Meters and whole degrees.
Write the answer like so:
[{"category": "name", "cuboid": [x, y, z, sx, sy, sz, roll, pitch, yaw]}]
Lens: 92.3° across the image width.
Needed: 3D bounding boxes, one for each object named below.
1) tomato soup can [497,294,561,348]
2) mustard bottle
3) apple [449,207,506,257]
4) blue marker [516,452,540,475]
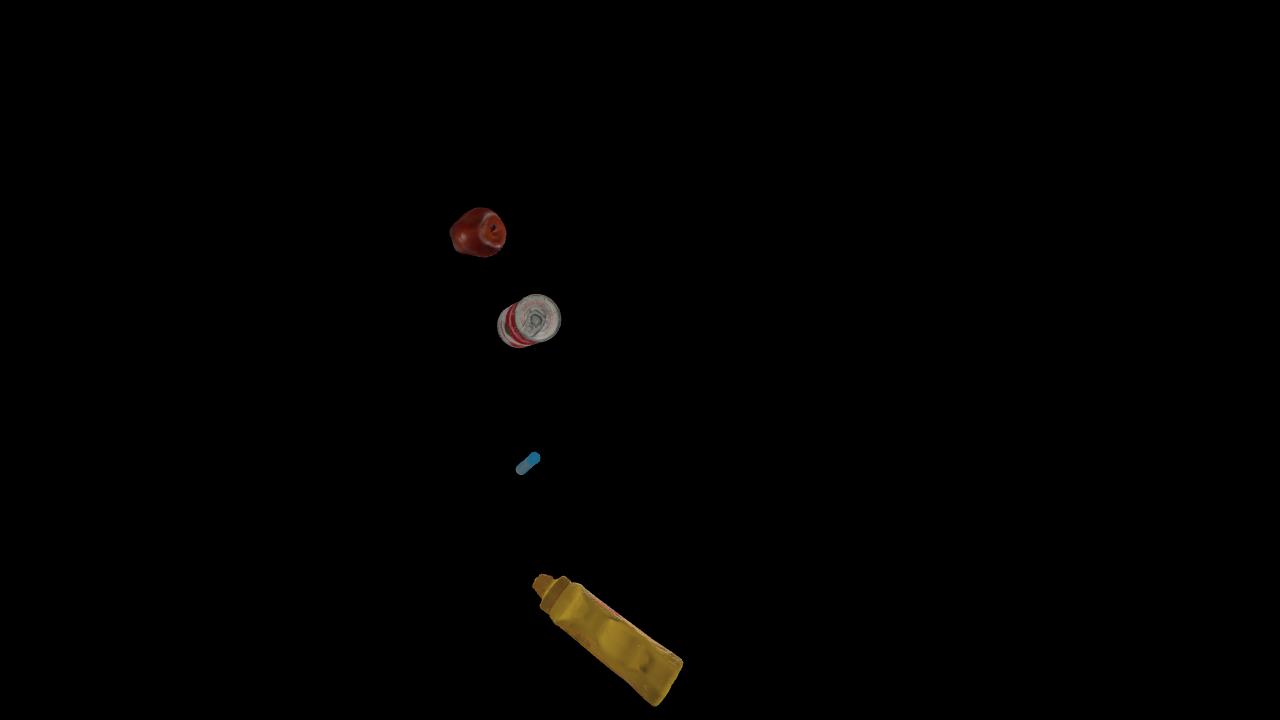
[{"category": "tomato soup can", "cuboid": [-0.163, -0.055, 0.889, 0.068, 0.068, 0.101, 0, -4, -27]}, {"category": "mustard bottle", "cuboid": [-0.043, 0.293, 0.668, 0.184, 0.054, 0.092, 32, -18, 16]}, {"category": "apple", "cuboid": [-0.260, -0.204, 0.986, 0.093, 0.079, 0.079, -5, -3, 36]}, {"category": "blue marker", "cuboid": [-0.179, 0.166, 0.984, 0.020, 0.020, 0.121, 0, -18, -22]}]
